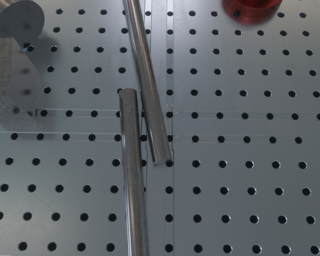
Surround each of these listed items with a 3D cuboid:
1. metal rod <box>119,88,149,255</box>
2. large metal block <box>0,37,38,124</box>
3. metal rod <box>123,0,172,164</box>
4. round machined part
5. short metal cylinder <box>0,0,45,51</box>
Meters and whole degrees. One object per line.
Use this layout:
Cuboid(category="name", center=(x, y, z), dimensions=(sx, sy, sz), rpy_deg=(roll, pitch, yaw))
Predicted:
Cuboid(category="metal rod", center=(-0.031, 0.090, 0.378), dimensions=(0.025, 0.025, 0.299), rpy_deg=(-5, 70, -2))
Cuboid(category="large metal block", center=(-0.201, -0.058, 0.402), dimensions=(0.050, 0.080, 0.080), rpy_deg=(-5, 70, -2))
Cuboid(category="metal rod", center=(-0.024, -0.095, 0.446), dimensions=(0.025, 0.025, 0.299), rpy_deg=(-10, 70, -4))
Cuboid(category="round machined part", center=(0.151, -0.227, 0.487), dimensions=(0.099, 0.042, 0.098), rpy_deg=(0, 70, 0))
Cuboid(category="short metal cylinder", center=(-0.214, -0.157, 0.438), dimensions=(0.050, 0.080, 0.080), rpy_deg=(40, 75, 13))
